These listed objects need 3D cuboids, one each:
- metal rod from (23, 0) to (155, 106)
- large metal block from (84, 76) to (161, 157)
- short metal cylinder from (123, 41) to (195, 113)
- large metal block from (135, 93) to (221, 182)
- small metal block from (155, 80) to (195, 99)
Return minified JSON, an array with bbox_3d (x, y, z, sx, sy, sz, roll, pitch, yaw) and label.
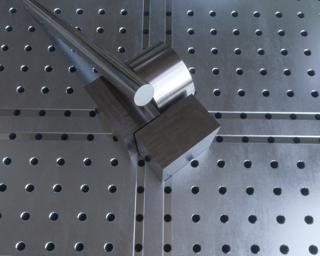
[{"bbox_3d":[-0.108,-0.113,0.396,0.025,0.025,0.300,-40,54,-13],"label":"metal rod"},{"bbox_3d":[-0.044,-0.018,0.389,0.050,0.080,0.080,-36,74,-12],"label":"large metal block"},{"bbox_3d":[-0.003,-0.057,0.376,0.050,0.080,0.080,-35,74,-12],"label":"short metal cylinder"},{"bbox_3d":[0.020,0.015,0.375,0.080,0.080,0.050,-36,74,-12],"label":"large metal block"},{"bbox_3d":[0.012,-0.050,0.431,0.050,0.025,0.050,-40,75,-14],"label":"small metal block"}]
